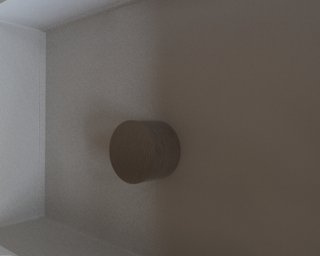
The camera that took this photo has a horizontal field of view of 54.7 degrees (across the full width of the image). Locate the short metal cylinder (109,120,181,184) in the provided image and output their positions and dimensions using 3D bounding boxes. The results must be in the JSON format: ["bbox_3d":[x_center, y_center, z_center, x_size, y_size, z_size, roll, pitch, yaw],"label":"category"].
[{"bbox_3d":[-0.020,0.030,0.405,0.080,0.050,0.079,0,90,39],"label":"short metal cylinder"}]
